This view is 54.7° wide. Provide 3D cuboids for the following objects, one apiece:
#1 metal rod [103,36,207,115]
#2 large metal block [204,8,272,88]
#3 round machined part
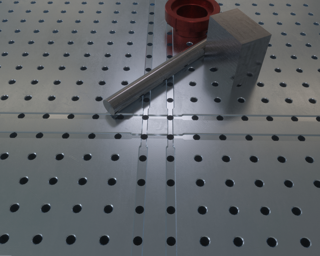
[{"bbox_3d":[0.036,-0.109,0.499,0.302,0.025,0.025,-37,59,-27],"label":"metal rod"},{"bbox_3d":[0.115,-0.123,0.476,0.050,0.080,0.080,-21,53,-17],"label":"large metal block"},{"bbox_3d":[0.058,-0.202,0.566,0.099,0.042,0.098,0,50,0],"label":"round machined part"}]
